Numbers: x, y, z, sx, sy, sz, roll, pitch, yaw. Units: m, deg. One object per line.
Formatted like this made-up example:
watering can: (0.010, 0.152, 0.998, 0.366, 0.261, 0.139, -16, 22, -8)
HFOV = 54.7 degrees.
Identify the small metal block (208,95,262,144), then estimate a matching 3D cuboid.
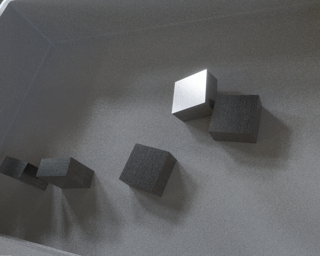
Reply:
small metal block: (0.090, -0.011, 0.365, 0.050, 0.025, 0.050, 3, 63, 29)

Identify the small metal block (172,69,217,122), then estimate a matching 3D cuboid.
small metal block: (0.045, -0.041, 0.398, 0.050, 0.025, 0.050, -17, 53, 37)

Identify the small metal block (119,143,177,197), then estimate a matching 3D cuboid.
small metal block: (-0.015, 0.051, 0.381, 0.050, 0.025, 0.050, 12, 68, 33)

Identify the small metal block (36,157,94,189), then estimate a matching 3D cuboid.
small metal block: (-0.126, 0.062, 0.416, 0.050, 0.050, 0.025, -6, 60, 25)

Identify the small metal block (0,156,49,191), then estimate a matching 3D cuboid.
small metal block: (-0.195, 0.066, 0.449, 0.050, 0.050, 0.025, 9, 67, 32)
